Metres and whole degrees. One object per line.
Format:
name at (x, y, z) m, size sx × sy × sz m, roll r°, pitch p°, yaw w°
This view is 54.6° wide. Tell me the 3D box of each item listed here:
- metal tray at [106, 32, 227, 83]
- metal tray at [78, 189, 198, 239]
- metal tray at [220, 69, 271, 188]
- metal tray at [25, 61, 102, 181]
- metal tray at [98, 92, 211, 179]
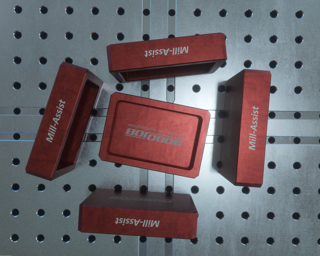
metal tray at (0.008, -0.083, 0.380) m, size 0.131 × 0.090 × 0.030 m, roll -6°, pitch 90°, yaw 0°
metal tray at (-0.024, 0.102, 0.381) m, size 0.131 × 0.090 × 0.030 m, roll 4°, pitch 90°, yaw 0°
metal tray at (0.102, 0.000, 0.381) m, size 0.030 × 0.090 × 0.129 m, roll 5°, pitch 90°, yaw 0°
metal tray at (-0.113, -0.008, 0.380) m, size 0.030 × 0.090 × 0.129 m, roll 18°, pitch 90°, yaw 0°
metal tray at (-0.007, 0.009, 0.410) m, size 0.131 × 0.030 × 0.090 m, roll 11°, pitch 90°, yaw -1°
